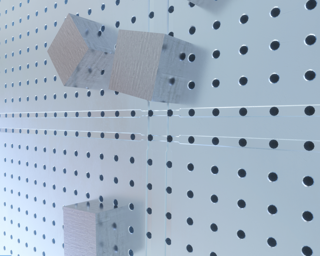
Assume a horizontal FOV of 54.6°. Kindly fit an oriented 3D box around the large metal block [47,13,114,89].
[{"bbox_3d":[-0.130,-0.122,0.502,0.080,0.050,0.080,-46,63,30],"label":"large metal block"}]

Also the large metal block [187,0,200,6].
[{"bbox_3d":[0.035,-0.209,0.365,0.080,0.050,0.080,-47,62,30],"label":"large metal block"}]

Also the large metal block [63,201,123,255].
[{"bbox_3d":[-0.105,0.162,0.481,0.080,0.050,0.080,-3,88,40],"label":"large metal block"}]

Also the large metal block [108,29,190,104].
[{"bbox_3d":[-0.016,-0.081,0.407,0.080,0.050,0.080,19,102,38],"label":"large metal block"}]
